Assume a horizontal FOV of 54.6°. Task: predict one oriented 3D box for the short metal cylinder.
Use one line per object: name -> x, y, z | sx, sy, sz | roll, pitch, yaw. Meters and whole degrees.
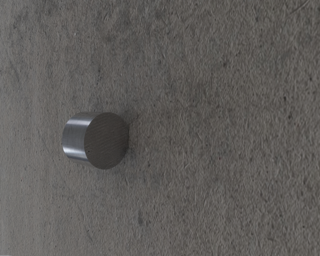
short metal cylinder -> -0.091, 0.016, 0.446 | 0.050, 0.081, 0.080 | 4, 93, 40
